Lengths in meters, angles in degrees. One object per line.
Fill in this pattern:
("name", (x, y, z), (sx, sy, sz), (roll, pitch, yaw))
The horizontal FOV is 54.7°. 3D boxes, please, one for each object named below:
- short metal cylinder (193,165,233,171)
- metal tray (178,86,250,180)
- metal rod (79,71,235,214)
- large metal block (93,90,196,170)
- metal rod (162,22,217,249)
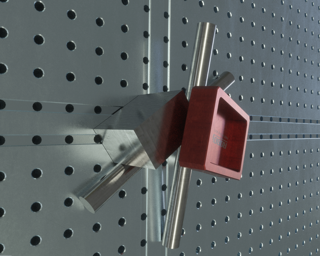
("short metal cylinder", (0.072, 0.026, 0.454), (0.081, 0.050, 0.079), (0, 90, -40))
("metal tray", (0.072, 0.012, 0.376), (0.130, 0.030, 0.090), (25, 74, -57))
("metal rod", (0.015, 0.002, 0.424), (0.302, 0.025, 0.025), (-41, 115, -32))
("large metal block", (-0.015, 0.000, 0.361), (0.080, 0.080, 0.050), (-41, 116, -32))
("metal rod", (0.038, 0.013, 0.413), (0.025, 0.025, 0.298), (5, 96, -40))
